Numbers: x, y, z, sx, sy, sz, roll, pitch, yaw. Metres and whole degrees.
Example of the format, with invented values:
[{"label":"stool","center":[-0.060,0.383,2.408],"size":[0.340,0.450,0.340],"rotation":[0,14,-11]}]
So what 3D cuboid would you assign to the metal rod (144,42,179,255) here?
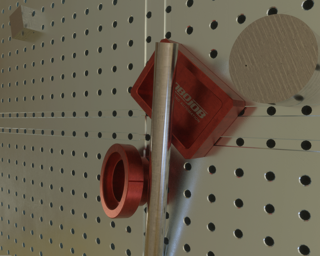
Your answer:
[{"label":"metal rod","center":[-0.001,0.051,0.376],"size":[0.025,0.025,0.298],"rotation":[16,110,38]}]

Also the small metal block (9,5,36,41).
[{"label":"small metal block","center":[-0.285,-0.216,0.640],"size":[0.050,0.025,0.050],"rotation":[-19,78,38]}]

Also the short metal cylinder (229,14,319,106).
[{"label":"short metal cylinder","center":[0.115,-0.062,0.298],"size":[0.080,0.050,0.079],"rotation":[0,90,39]}]

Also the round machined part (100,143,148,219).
[{"label":"round machined part","center":[-0.044,0.071,0.418],"size":[0.098,0.042,0.098],"rotation":[-21,66,57]}]

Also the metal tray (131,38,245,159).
[{"label":"metal tray","center":[0.027,-0.037,0.381],"size":[0.130,0.030,0.089],"rotation":[49,119,28]}]
